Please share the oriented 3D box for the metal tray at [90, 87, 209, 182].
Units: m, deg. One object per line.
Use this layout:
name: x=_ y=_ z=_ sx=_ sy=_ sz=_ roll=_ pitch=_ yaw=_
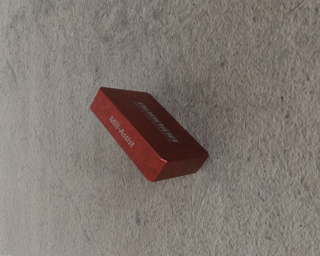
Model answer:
metal tray: x=-0.013 y=0.003 z=0.373 sx=0.130 sy=0.091 sz=0.030 roll=47 pitch=118 yaw=29
